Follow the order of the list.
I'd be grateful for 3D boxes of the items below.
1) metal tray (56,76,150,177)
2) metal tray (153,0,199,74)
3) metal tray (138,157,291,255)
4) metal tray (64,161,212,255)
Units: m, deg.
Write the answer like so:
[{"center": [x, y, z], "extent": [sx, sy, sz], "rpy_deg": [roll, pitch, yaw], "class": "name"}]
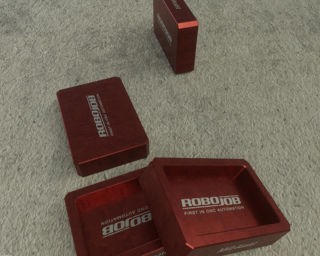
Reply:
[{"center": [-0.077, -0.008, 0.406], "extent": [0.091, 0.030, 0.130], "rpy_deg": [-16, 52, -14], "class": "metal tray"}, {"center": [0.021, -0.161, 0.495], "extent": [0.030, 0.090, 0.130], "rpy_deg": [-13, 51, -10], "class": "metal tray"}, {"center": [0.054, 0.073, 0.300], "extent": [0.131, 0.030, 0.090], "rpy_deg": [5, 43, -33], "class": "metal tray"}, {"center": [-0.023, 0.091, 0.322], "extent": [0.131, 0.030, 0.090], "rpy_deg": [-17, 52, -14], "class": "metal tray"}]
